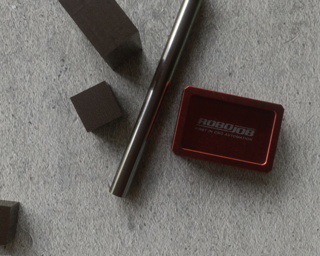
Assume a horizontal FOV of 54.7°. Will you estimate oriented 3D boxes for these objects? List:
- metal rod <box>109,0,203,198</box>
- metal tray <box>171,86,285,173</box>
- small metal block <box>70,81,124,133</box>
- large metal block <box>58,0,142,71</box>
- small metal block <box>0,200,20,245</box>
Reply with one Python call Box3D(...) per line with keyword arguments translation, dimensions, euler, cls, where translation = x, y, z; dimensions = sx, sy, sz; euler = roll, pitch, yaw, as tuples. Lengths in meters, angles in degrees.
Box3D(translation=(-0.002, -0.052, 0.409), dimensions=(0.025, 0.025, 0.299), euler=(21, 90, -1), cls="metal rod")
Box3D(translation=(0.087, 0.002, 0.408), dimensions=(0.131, 0.030, 0.089), euler=(12, 90, -1), cls="metal tray")
Box3D(translation=(-0.082, -0.028, 0.409), dimensions=(0.050, 0.025, 0.050), euler=(-27, 90, -1), cls="small metal block")
Box3D(translation=(-0.068, -0.124, 0.382), dimensions=(0.050, 0.080, 0.080), euler=(-38, 90, 0), cls="large metal block")
Box3D(translation=(-0.219, 0.122, 0.407), dimensions=(0.050, 0.025, 0.050), euler=(7, 90, -1), cls="small metal block")
